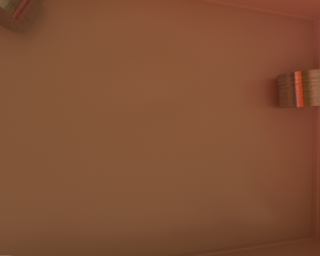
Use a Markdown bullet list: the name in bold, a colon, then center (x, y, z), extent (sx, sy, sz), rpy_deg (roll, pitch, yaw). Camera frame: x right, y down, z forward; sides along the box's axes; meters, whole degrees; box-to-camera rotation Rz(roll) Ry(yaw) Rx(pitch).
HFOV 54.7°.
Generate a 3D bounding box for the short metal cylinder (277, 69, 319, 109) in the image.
- **short metal cylinder**: center (0.219, -0.057, 0.464), extent (0.081, 0.080, 0.050), rpy_deg (-5, 92, -20)

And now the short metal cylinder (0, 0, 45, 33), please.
- **short metal cylinder**: center (-0.166, -0.144, 0.320), extent (0.080, 0.080, 0.050), rpy_deg (29, 80, -18)
